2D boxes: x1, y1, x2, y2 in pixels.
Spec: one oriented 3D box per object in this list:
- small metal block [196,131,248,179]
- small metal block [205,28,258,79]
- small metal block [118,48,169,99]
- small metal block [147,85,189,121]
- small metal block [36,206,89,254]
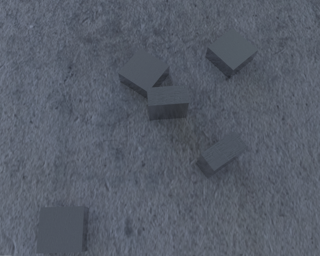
[{"bbox_3d":[0.075,0.034,0.383,0.050,0.050,0.025,-33,74,-11],"label":"small metal block"},{"bbox_3d":[0.103,-0.108,0.449,0.050,0.025,0.050,-40,75,-14],"label":"small metal block"},{"bbox_3d":[-0.022,-0.076,0.436,0.050,0.025,0.050,34,73,11],"label":"small metal block"},{"bbox_3d":[0.010,-0.032,0.407,0.050,0.050,0.025,-5,70,-2],"label":"small metal block"},{"bbox_3d":[-0.113,0.119,0.363,0.050,0.025,0.050,-1,70,-1],"label":"small metal block"}]
